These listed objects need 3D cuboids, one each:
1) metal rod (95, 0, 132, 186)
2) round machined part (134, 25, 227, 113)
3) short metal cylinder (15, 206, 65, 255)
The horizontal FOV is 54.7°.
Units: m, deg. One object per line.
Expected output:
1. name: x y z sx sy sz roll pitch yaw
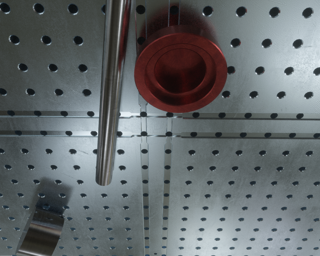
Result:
1. metal rod: -0.061 -0.032 0.383 0.025 0.025 0.298 7 130 -6
2. round machined part: 0.022 -0.067 0.343 0.099 0.042 0.097 0 130 0
3. short metal cylinder: -0.203 0.180 0.527 0.050 0.080 0.080 25 126 -20
